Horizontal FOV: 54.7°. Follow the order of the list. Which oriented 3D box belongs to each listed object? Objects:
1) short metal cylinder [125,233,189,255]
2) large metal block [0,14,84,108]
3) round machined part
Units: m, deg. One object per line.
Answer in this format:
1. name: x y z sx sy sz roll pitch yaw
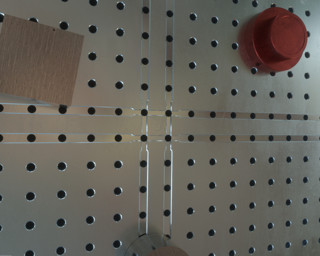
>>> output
1. short metal cylinder: -0.003 0.183 0.398 0.081 0.050 0.080 0 90 -21
2. large metal block: -0.136 -0.070 0.349 0.081 0.050 0.080 11 86 -20
3. round machined part: 0.182 -0.135 0.470 0.099 0.042 0.097 0 90 -20
